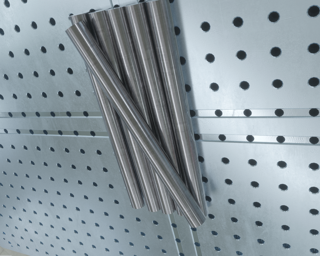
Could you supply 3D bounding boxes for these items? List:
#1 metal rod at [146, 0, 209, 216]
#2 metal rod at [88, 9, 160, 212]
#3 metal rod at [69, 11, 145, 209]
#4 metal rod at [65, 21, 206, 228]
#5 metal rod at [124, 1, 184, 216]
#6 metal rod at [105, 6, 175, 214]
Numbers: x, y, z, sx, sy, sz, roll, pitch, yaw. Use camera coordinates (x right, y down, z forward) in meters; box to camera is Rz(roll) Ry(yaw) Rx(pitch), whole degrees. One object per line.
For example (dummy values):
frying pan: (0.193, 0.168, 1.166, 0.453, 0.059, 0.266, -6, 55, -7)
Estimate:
metal rod: (0.028, -0.006, 0.394, 0.025, 0.025, 0.298, 1, 119, 28)
metal rod: (-0.040, -0.006, 0.428, 0.025, 0.025, 0.298, 1, 119, 28)
metal rod: (-0.066, -0.008, 0.441, 0.025, 0.025, 0.298, 1, 119, 28)
metal rod: (-0.023, 0.006, 0.395, 0.025, 0.025, 0.299, -21, 107, 36)
metal rod: (0.005, -0.006, 0.406, 0.025, 0.025, 0.298, 1, 119, 28)
metal rod: (-0.018, -0.006, 0.417, 0.025, 0.025, 0.298, 1, 119, 28)
